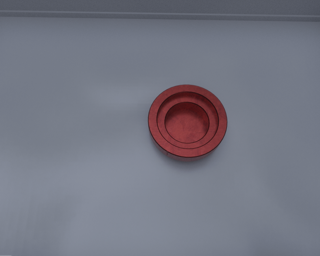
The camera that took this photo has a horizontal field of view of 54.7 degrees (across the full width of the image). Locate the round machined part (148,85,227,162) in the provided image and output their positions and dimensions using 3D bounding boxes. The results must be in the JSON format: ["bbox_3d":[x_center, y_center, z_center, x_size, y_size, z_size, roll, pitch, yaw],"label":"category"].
[{"bbox_3d":[0.034,-0.004,0.402,0.099,0.042,0.098,0,70,-1],"label":"round machined part"}]
